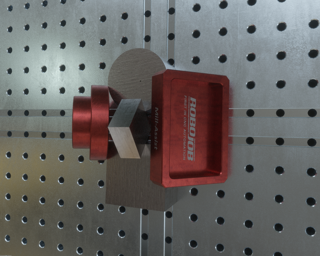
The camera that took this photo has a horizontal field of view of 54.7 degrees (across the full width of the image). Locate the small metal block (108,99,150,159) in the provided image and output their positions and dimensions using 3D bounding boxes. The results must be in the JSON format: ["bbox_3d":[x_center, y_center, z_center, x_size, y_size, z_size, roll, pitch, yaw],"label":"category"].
[{"bbox_3d":[-0.034,0.001,0.366,0.025,0.050,0.050,0,132,17],"label":"small metal block"}]

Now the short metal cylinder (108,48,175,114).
[{"bbox_3d":[-0.020,-0.059,0.405,0.080,0.050,0.080,0,90,20],"label":"short metal cylinder"}]

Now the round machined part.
[{"bbox_3d":[-0.091,-0.007,0.402,0.042,0.098,0.097,1,91,-13],"label":"round machined part"}]

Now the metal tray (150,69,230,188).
[{"bbox_3d":[0.036,0.001,0.367,0.030,0.091,0.129,2,91,63],"label":"metal tray"}]

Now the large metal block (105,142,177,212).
[{"bbox_3d":[-0.022,0.059,0.407,0.080,0.050,0.080,2,91,20],"label":"large metal block"}]
